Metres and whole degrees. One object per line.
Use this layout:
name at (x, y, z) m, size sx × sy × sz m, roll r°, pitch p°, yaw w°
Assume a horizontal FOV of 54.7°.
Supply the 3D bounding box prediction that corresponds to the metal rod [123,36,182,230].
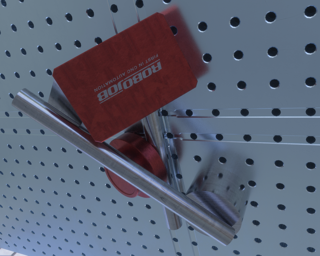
metal rod at (-0.005, 0.022, 0.426) m, size 0.025 × 0.025 × 0.298 m, roll 2°, pitch 120°, yaw 27°

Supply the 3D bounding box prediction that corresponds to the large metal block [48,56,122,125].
large metal block at (-0.097, -0.039, 0.402) m, size 0.050 × 0.080 × 0.079 m, roll 36°, pitch 129°, yaw 4°

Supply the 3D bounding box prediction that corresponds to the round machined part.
round machined part at (-0.041, 0.059, 0.436) m, size 0.098 × 0.042 × 0.097 m, roll 27°, pitch 134°, yaw 32°

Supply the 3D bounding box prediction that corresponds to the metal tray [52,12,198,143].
metal tray at (-0.036, -0.055, 0.341) m, size 0.131 × 0.030 × 0.090 m, roll -31°, pitch 105°, yaw -6°

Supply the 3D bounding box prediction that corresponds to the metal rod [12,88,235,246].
metal rod at (-0.038, 0.050, 0.369) m, size 0.301 × 0.025 × 0.025 m, roll 35°, pitch 129°, yaw -6°

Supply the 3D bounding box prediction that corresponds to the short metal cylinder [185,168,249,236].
short metal cylinder at (0.075, 0.101, 0.418) m, size 0.080 × 0.050 × 0.079 m, roll 13°, pitch 124°, yaw 20°
